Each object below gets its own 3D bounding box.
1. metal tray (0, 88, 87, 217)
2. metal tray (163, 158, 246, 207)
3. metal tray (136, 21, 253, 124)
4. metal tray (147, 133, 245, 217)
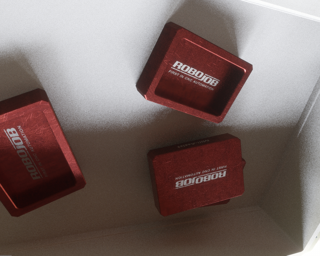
[{"bbox_3d":[-0.147,0.031,0.343,0.091,0.030,0.129,-23,127,-15],"label":"metal tray"},{"bbox_3d":[0.065,0.083,0.491,0.131,0.030,0.089,1,118,-29],"label":"metal tray"},{"bbox_3d":[0.046,-0.064,0.390,0.131,0.030,0.089,16,110,-35],"label":"metal tray"},{"bbox_3d":[0.053,0.065,0.444,0.131,0.030,0.089,-12,104,-14],"label":"metal tray"}]
